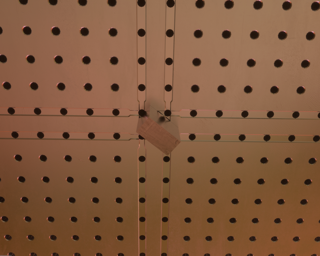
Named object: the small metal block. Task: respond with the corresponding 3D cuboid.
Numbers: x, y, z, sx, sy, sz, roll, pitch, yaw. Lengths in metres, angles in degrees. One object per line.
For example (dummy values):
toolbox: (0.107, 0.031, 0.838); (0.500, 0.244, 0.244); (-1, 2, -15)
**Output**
small metal block: (-0.002, 0.002, 0.401); (0.050, 0.050, 0.025); (38, 106, -13)
